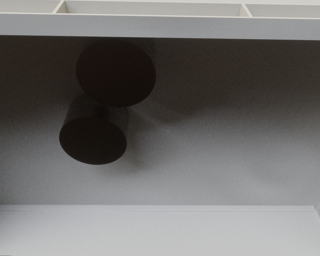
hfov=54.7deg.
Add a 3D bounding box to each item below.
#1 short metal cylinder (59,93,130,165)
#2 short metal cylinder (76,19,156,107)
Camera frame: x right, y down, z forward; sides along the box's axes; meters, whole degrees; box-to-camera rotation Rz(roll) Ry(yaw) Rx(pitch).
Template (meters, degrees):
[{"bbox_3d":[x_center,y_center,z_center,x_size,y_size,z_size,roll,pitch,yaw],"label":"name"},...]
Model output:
[{"bbox_3d":[-0.081,0.001,0.393,0.081,0.050,0.079,0,130,0],"label":"short metal cylinder"},{"bbox_3d":[-0.044,-0.069,0.333,0.081,0.050,0.079,0,130,0],"label":"short metal cylinder"}]
